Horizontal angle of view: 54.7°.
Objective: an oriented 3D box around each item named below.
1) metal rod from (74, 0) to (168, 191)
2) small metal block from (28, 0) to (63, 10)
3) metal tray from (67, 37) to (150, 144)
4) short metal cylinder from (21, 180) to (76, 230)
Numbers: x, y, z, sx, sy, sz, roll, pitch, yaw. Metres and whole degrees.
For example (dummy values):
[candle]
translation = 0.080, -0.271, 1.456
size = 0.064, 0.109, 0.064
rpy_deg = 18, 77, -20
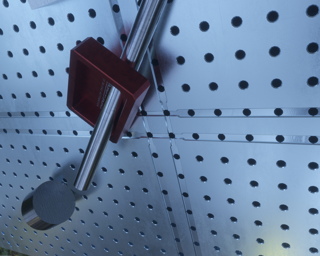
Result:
[metal rod]
translation = -0.058, -0.031, 0.393
size = 0.025, 0.025, 0.298
rpy_deg = 31, 119, 8
[small metal block]
translation = -0.141, -0.177, 0.376
size = 0.050, 0.025, 0.050
rpy_deg = -5, 116, 30
[metal tray]
translation = -0.072, -0.041, 0.393
size = 0.090, 0.030, 0.129
rpy_deg = 37, 148, 2
[short metal cylinder]
translation = -0.205, 0.143, 0.573
size = 0.050, 0.080, 0.080
rpy_deg = -33, 100, 38
